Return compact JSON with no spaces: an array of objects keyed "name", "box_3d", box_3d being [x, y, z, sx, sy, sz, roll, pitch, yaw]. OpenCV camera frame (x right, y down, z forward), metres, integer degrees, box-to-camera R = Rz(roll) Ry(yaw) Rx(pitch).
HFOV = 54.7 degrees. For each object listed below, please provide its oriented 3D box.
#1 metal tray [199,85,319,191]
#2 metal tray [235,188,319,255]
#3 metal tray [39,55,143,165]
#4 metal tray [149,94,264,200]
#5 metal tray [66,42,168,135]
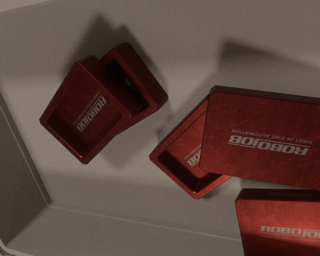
[{"name":"metal tray","box_3d":[0.112,0.009,0.323,0.131,0.030,0.089,8,111,8]},{"name":"metal tray","box_3d":[0.166,0.123,0.382,0.130,0.030,0.089,-5,105,30]},{"name":"metal tray","box_3d":[-0.093,-0.018,0.401,0.090,0.030,0.129,45,129,-4]},{"name":"metal tray","box_3d":[0.057,0.026,0.390,0.090,0.030,0.129,42,129,-1]},{"name":"metal tray","box_3d":[-0.065,-0.040,0.412,0.130,0.030,0.090,-29,103,37]}]
